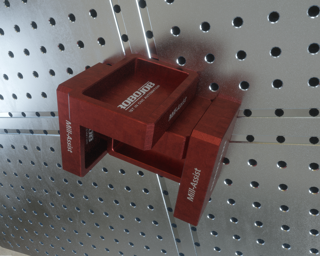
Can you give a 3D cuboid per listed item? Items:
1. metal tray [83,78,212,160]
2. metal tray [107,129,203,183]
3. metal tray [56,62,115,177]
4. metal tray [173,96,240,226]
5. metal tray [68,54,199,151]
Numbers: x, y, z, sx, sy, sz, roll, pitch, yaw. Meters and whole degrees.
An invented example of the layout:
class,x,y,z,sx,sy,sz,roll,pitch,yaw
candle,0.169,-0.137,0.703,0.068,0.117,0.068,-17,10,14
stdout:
class,x,y,z,sx,sy,sz,roll,pitch,yaw
metal tray,-0.014,-0.020,0.364,0.130,0.090,0.030,20,126,16
metal tray,-0.008,0.016,0.422,0.130,0.030,0.089,20,126,16
metal tray,-0.091,-0.011,0.411,0.030,0.090,0.129,20,126,16
metal tray,0.055,0.039,0.364,0.030,0.090,0.129,20,126,17
metal tray,-0.022,-0.036,0.332,0.090,0.131,0.030,20,127,16
